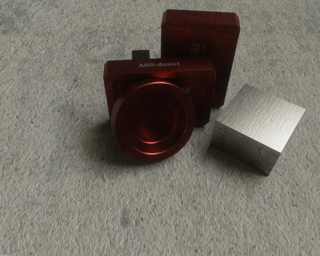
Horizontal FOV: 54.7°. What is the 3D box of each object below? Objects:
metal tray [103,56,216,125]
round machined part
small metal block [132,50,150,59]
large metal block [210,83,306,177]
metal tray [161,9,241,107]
[{"bbox_3d":[0.000,-0.042,0.394,0.131,0.089,0.030,-4,44,-4],"label":"metal tray"},{"bbox_3d":[-0.011,-0.012,0.373,0.099,0.097,0.042,-17,25,-14],"label":"round machined part"},{"bbox_3d":[-0.027,-0.078,0.452,0.025,0.050,0.050,-3,50,-3],"label":"small metal block"},{"bbox_3d":[0.121,0.000,0.389,0.080,0.050,0.080,29,56,22],"label":"large metal block"},{"bbox_3d":[0.047,-0.086,0.407,0.091,0.129,0.030,4,48,3],"label":"metal tray"}]
